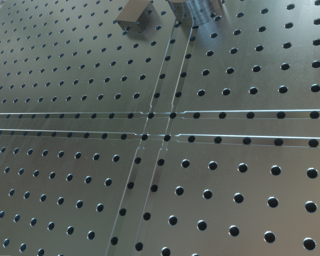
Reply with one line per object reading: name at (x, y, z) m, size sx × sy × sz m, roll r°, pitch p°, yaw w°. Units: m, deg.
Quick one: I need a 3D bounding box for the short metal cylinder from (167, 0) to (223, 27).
short metal cylinder at (0.054, -0.209, 0.492) m, size 0.080 × 0.050 × 0.080 m, roll -13°, pitch 56°, yaw 21°

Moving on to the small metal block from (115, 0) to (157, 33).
small metal block at (-0.043, -0.201, 0.555) m, size 0.050 × 0.025 × 0.050 m, roll 20°, pitch 72°, yaw 35°
